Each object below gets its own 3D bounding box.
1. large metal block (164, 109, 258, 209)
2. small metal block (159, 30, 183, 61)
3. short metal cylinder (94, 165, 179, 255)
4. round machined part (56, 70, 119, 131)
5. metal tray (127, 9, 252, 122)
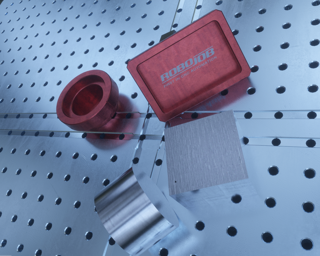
[{"bbox_3d":[0.054,0.036,0.341,0.080,0.050,0.080,-17,55,18],"label":"large metal block"},{"bbox_3d":[0.021,-0.101,0.438,0.025,0.050,0.050,-9,56,46],"label":"small metal block"},{"bbox_3d":[-0.024,0.087,0.331,0.050,0.080,0.080,-38,51,2],"label":"short metal cylinder"},{"bbox_3d":[-0.105,-0.038,0.474,0.098,0.042,0.098,-13,56,20],"label":"round machined part"},{"bbox_3d":[0.036,-0.077,0.393,0.130,0.090,0.030,-29,16,9],"label":"metal tray"}]
